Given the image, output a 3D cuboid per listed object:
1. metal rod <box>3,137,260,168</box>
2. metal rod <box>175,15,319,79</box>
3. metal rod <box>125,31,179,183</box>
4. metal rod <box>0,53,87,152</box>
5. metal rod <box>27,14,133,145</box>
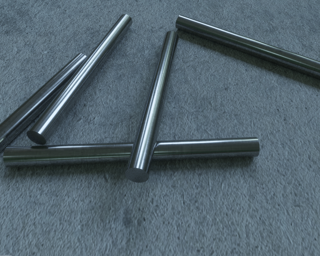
[{"bbox_3d":[-0.032,0.029,0.378,0.302,0.025,0.025,-2,50,-2],"label":"metal rod"},{"bbox_3d":[0.161,-0.132,0.514,0.301,0.025,0.025,26,55,20],"label":"metal rod"},{"bbox_3d":[-0.002,-0.054,0.427,0.025,0.025,0.300,7,44,5],"label":"metal rod"},{"bbox_3d":[-0.190,-0.006,0.406,0.025,0.025,0.301,21,53,17],"label":"metal rod"},{"bbox_3d":[-0.105,-0.093,0.469,0.025,0.025,0.301,13,48,10],"label":"metal rod"}]
